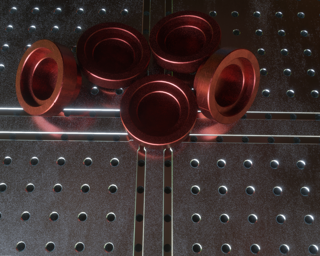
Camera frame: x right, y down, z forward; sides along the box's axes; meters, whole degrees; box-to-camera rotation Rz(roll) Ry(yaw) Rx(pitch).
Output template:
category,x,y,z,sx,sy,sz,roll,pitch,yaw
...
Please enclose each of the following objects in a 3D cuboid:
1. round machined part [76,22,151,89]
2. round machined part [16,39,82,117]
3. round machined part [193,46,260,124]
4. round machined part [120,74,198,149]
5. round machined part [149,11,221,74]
category,x,y,z,sx,sy,sz,roll,pitch,yaw
round machined part,-0.064,-0.095,0.431,0.099,0.042,0.098,4,65,-8
round machined part,-0.142,-0.063,0.407,0.098,0.042,0.097,-3,84,33
round machined part,0.083,-0.057,0.405,0.098,0.098,0.042,-46,41,-15
round machined part,-0.002,-0.018,0.409,0.099,0.042,0.098,0,70,-1
round machined part,0.036,-0.116,0.438,0.099,0.042,0.098,-4,60,7
